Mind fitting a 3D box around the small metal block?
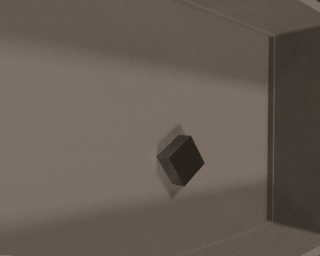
[{"bbox_3d":[0.030,0.045,0.434,0.050,0.025,0.050,-43,116,-32],"label":"small metal block"}]
